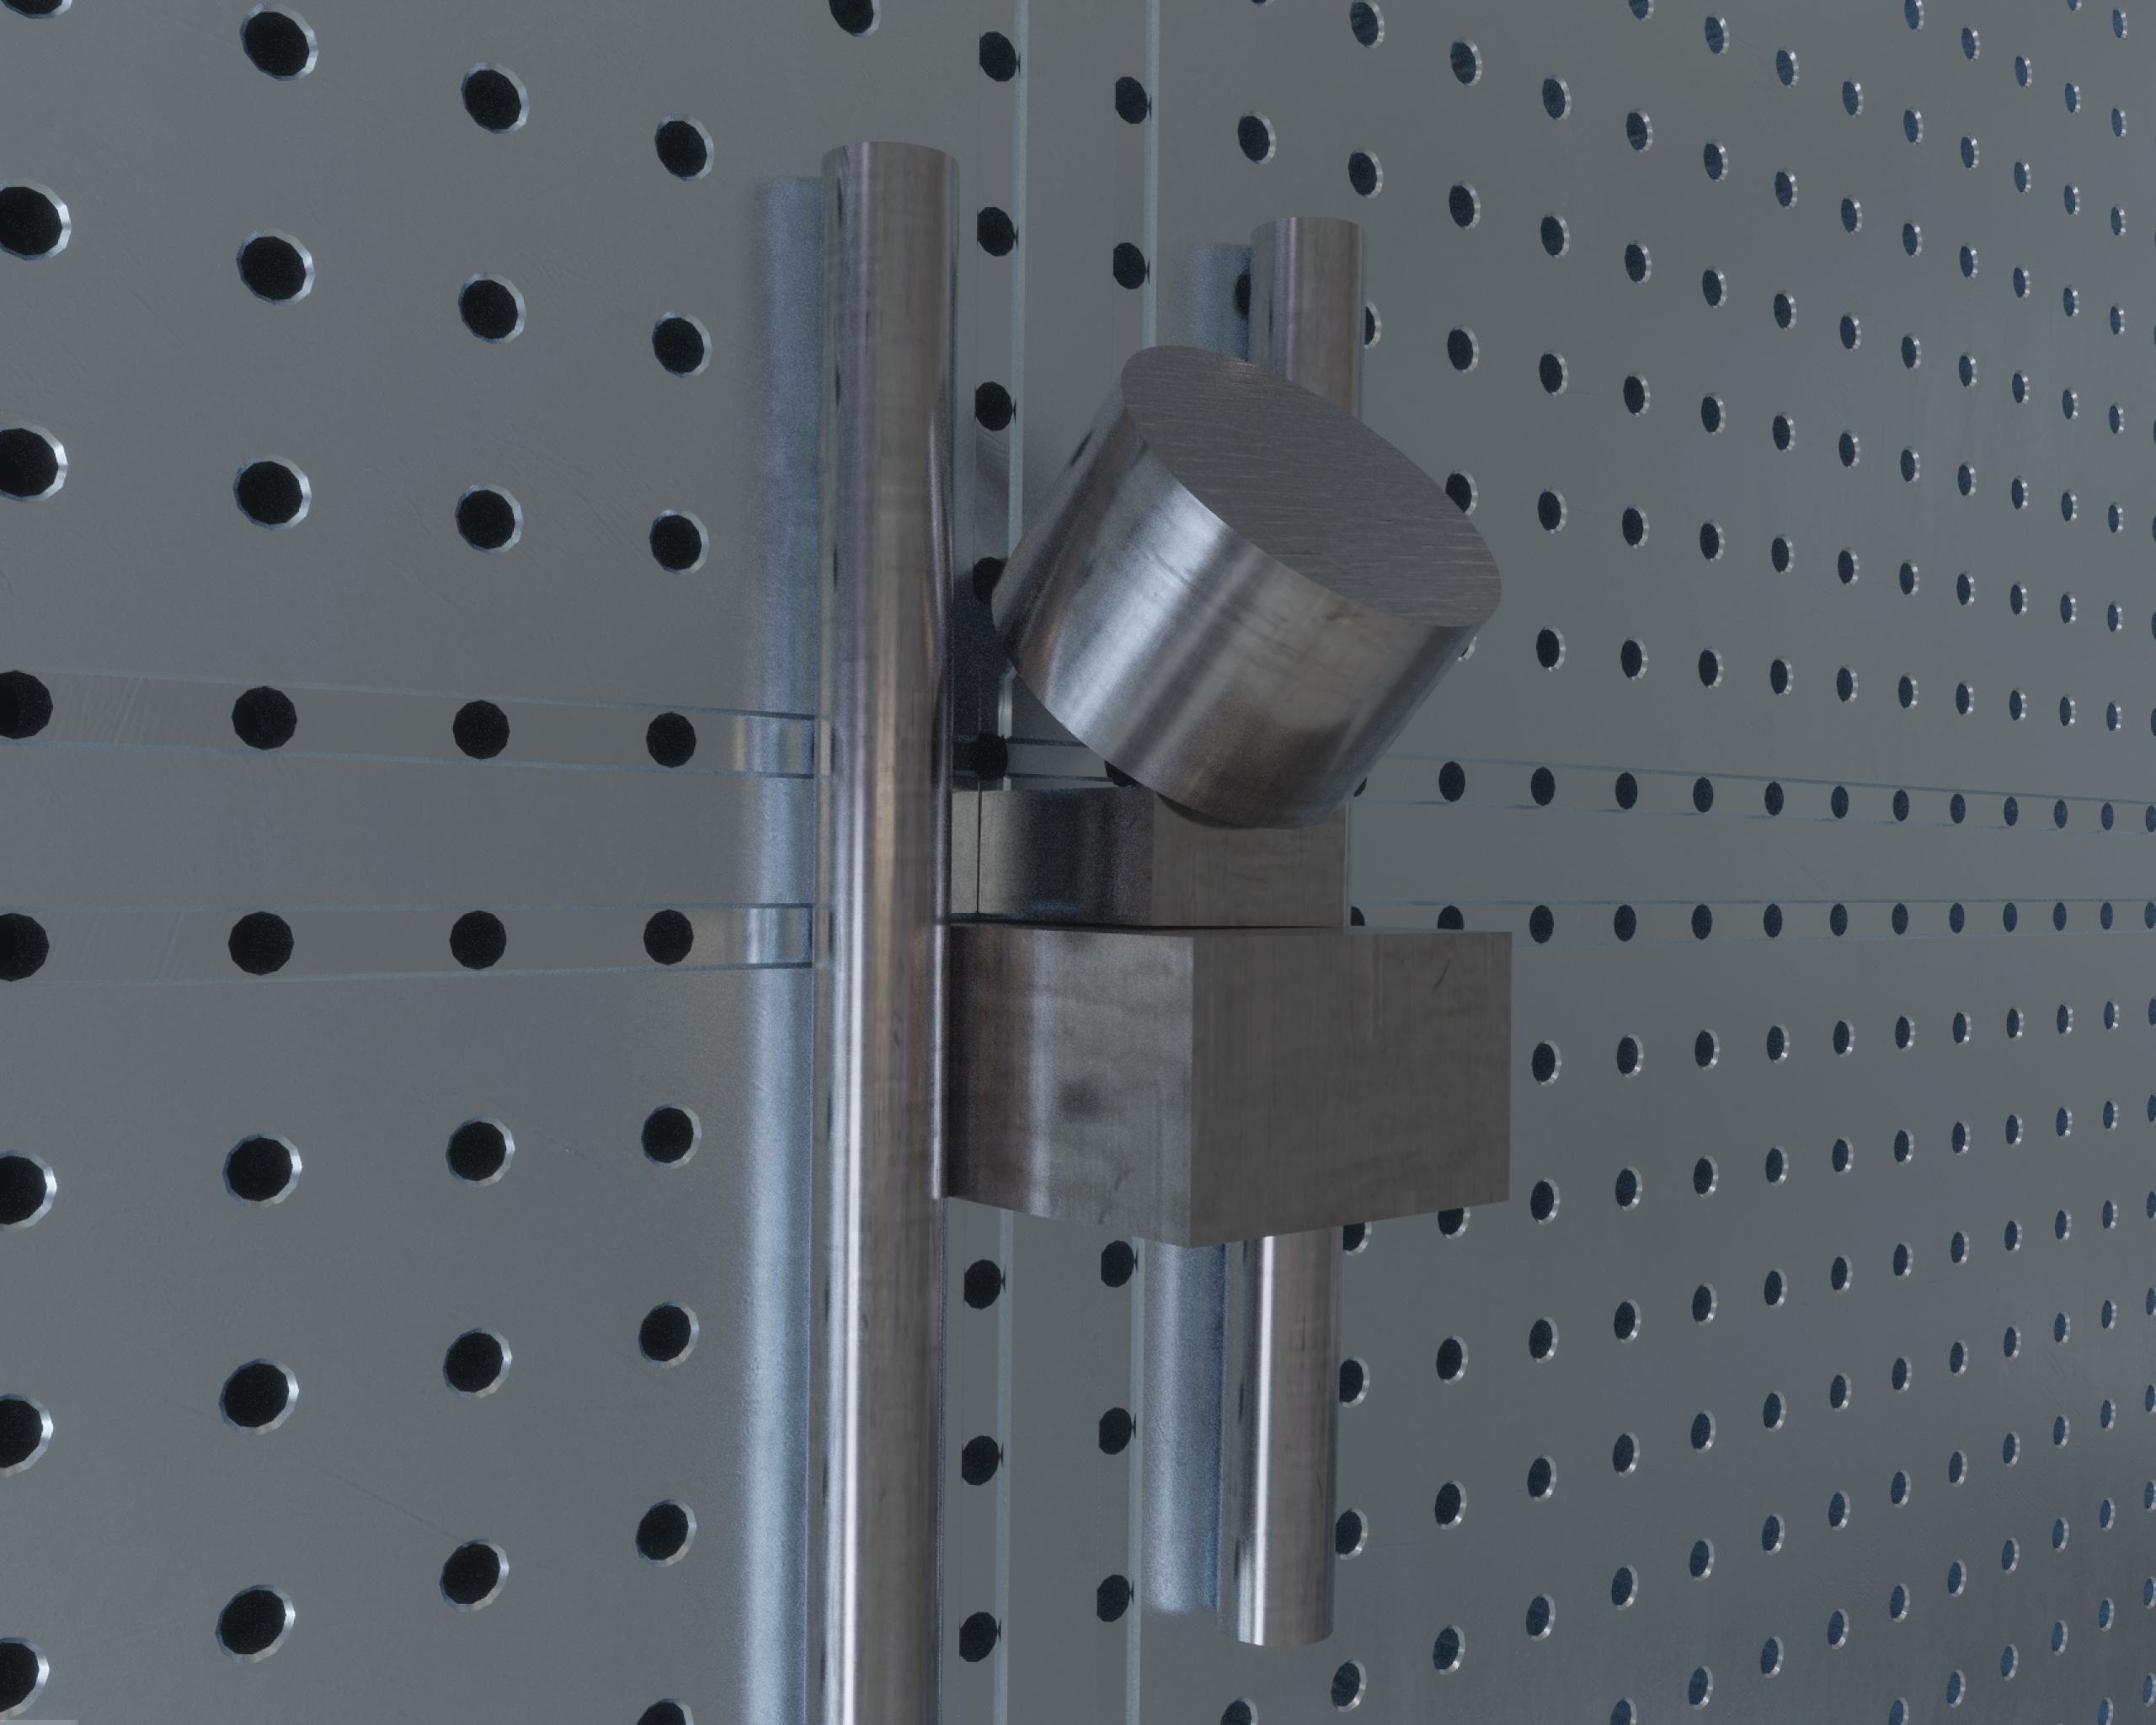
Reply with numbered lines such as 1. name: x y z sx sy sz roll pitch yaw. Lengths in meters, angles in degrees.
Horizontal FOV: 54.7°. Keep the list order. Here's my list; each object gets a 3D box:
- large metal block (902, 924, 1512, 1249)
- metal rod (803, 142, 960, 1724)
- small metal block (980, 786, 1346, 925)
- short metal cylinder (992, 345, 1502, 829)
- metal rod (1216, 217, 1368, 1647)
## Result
1. large metal block: 0.023 0.037 0.390 0.081 0.080 0.050 1 90 -40
2. metal rod: -0.036 0.022 0.379 0.025 0.025 0.298 1 90 -40
3. small metal block: 0.016 -0.001 0.406 0.050 0.050 0.025 2 89 -41
4. short metal cylinder: 0.031 -0.052 0.391 0.080 0.050 0.080 23 35 -17
5. metal rod: 0.046 0.014 0.447 0.025 0.025 0.298 3 89 -40
